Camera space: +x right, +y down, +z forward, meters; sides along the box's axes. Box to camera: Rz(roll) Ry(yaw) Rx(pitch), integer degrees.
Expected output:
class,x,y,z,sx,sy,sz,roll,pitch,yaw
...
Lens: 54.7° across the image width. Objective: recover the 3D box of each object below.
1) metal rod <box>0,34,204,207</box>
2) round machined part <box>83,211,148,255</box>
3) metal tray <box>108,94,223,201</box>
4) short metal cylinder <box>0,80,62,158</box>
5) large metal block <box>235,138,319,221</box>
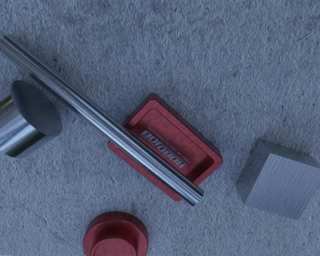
class,x,y,z,sx,sy,sz,roll,pitch,yaw
metal rod,-0.069,-0.007,0.378,0.300,0.025,0.025,39,105,-3
round machined part,-0.067,0.179,0.466,0.099,0.042,0.097,0,110,-1
metal tray,0.008,0.028,0.417,0.130,0.030,0.090,41,105,-14
short metal cylinder,-0.166,-0.010,0.374,0.050,0.080,0.080,-33,107,11
large metal block,0.162,0.069,0.424,0.080,0.050,0.079,18,109,-7
